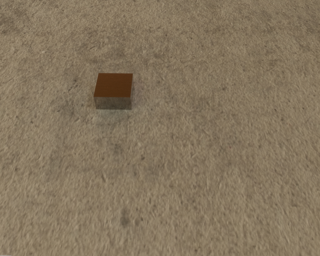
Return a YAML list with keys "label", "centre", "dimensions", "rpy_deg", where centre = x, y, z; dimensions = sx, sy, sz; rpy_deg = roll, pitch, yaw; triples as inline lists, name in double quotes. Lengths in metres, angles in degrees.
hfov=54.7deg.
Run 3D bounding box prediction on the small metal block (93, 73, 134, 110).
- label: "small metal block"
  centre: [-0.065, -0.053, 0.447]
  dimensions: [0.050, 0.025, 0.050]
  rpy_deg: [1, 50, 0]
